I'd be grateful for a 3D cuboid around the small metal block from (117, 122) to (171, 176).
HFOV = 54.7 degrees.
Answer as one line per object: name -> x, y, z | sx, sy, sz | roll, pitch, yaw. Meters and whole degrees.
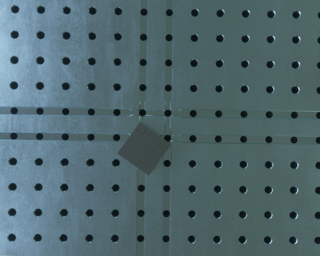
small metal block -> -0.020, 0.027, 0.413 | 0.050, 0.025, 0.050 | 35, 90, -1
